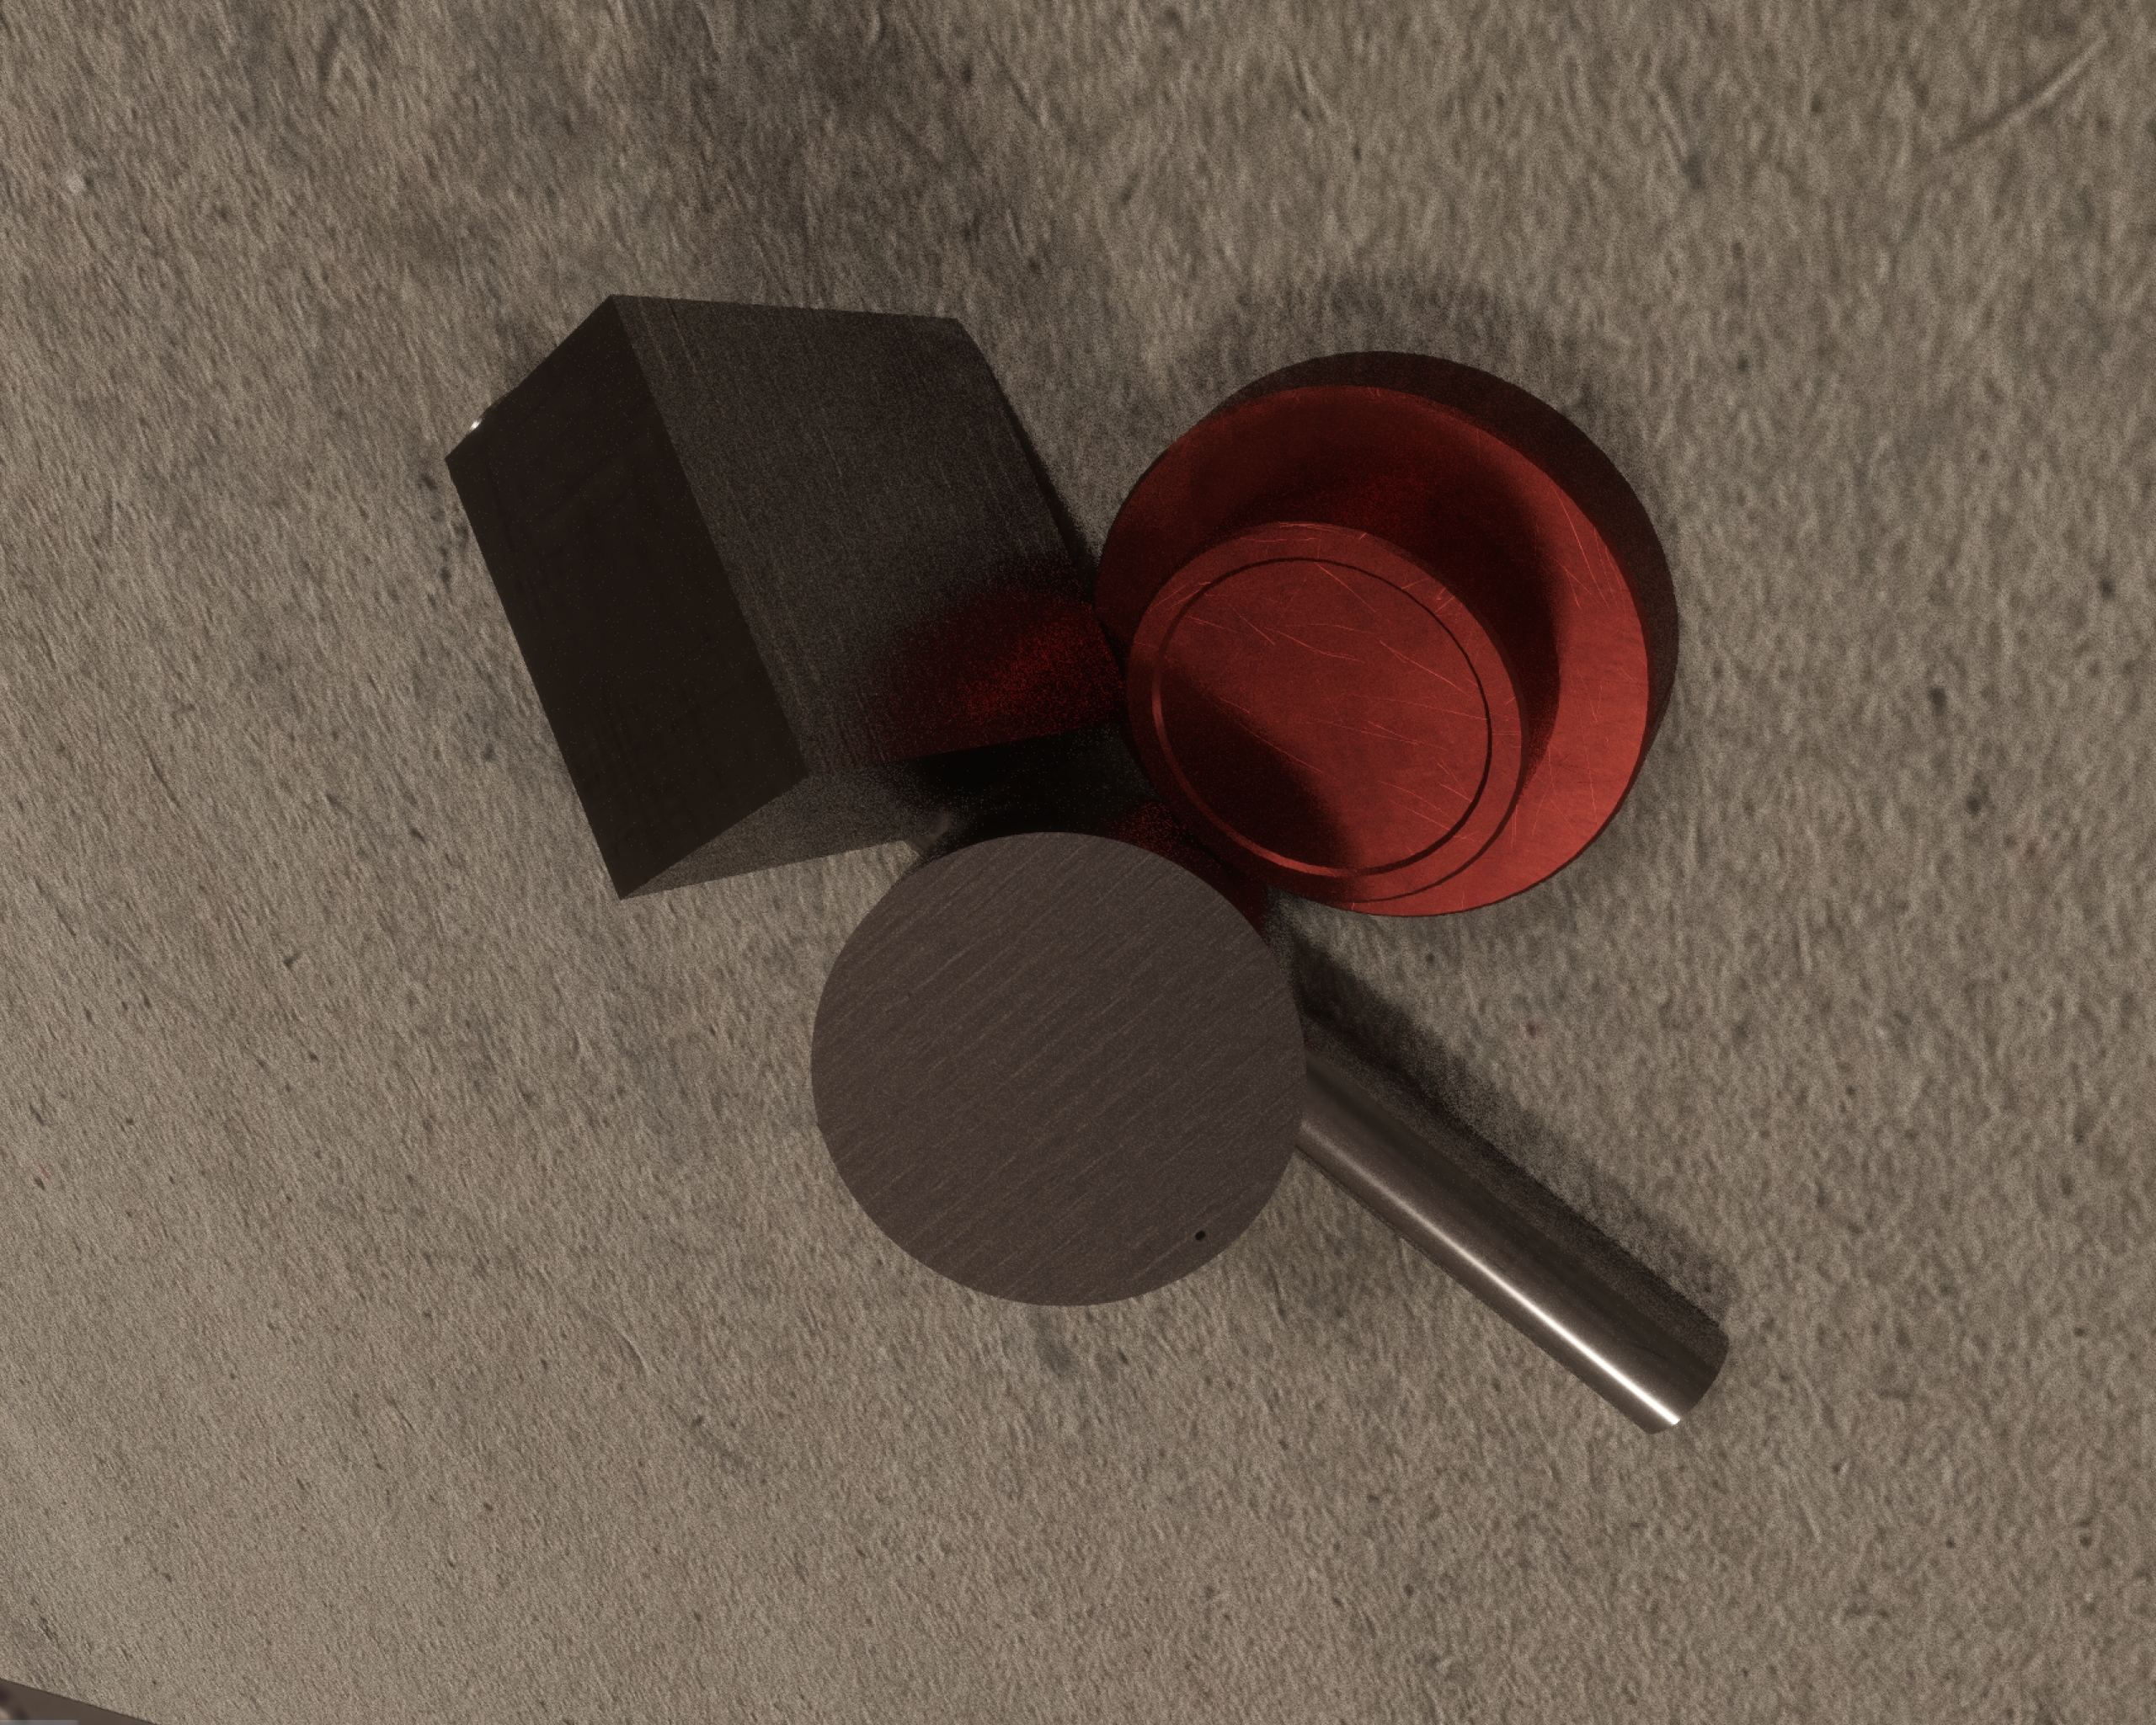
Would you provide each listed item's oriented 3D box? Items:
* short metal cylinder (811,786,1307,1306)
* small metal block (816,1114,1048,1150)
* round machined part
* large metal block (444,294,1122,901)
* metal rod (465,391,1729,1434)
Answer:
[{"bbox_3d":[-0.001,0.030,0.362,0.080,0.050,0.079,1,101,5],"label":"short metal cylinder"},{"bbox_3d":[-0.017,0.043,0.427,0.050,0.050,0.025,-23,105,35],"label":"small metal block"},{"bbox_3d":[0.047,-0.032,0.351,0.098,0.042,0.097,13,124,20],"label":"round machined part"},{"bbox_3d":[-0.047,-0.046,0.354,0.050,0.081,0.080,-29,81,39],"label":"large metal block"},{"bbox_3d":[0.001,0.008,0.412,0.300,0.025,0.025,38,129,1],"label":"metal rod"}]
